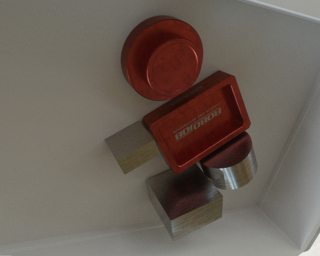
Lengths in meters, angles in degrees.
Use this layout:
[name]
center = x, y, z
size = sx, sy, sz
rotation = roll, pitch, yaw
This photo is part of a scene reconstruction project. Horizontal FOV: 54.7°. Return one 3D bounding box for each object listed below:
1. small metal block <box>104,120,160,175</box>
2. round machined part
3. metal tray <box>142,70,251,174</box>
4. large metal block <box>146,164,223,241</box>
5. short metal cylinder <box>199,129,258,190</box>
[small metal block]
center = -0.035, 0.023, 0.389
size = 0.050, 0.050, 0.025
rotation = -30, 129, -10
[round machined part]
center = 0.009, -0.075, 0.357
size = 0.099, 0.042, 0.097
rotation = -14, 125, -21
[metal tray]
center = 0.053, -0.008, 0.423
size = 0.131, 0.030, 0.090
rotation = -32, 121, -8
[large metal block]
center = 0.035, 0.104, 0.457
size = 0.081, 0.080, 0.050
rotation = -21, 131, -16
[short metal cylinder]
center = 0.098, 0.043, 0.456
size = 0.080, 0.080, 0.050
rotation = -32, 129, -8
